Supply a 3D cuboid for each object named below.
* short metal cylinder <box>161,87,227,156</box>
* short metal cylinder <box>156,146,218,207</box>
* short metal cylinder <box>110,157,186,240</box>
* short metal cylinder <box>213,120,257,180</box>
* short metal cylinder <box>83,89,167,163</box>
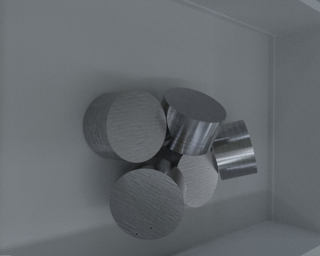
[{"bbox_3d":[0.036,-0.010,0.392,0.081,0.080,0.050,-11,133,-40],"label":"short metal cylinder"},{"bbox_3d":[0.033,0.062,0.418,0.081,0.050,0.079,0,90,-40],"label":"short metal cylinder"},{"bbox_3d":[-0.011,0.078,0.353,0.050,0.080,0.079,-51,133,-79],"label":"short metal cylinder"},{"bbox_3d":[0.106,0.032,0.453,0.080,0.050,0.080,-15,91,-81],"label":"short metal cylinder"},{"bbox_3d":[-0.039,-0.002,0.356,0.081,0.050,0.079,0,90,-40],"label":"short metal cylinder"}]
